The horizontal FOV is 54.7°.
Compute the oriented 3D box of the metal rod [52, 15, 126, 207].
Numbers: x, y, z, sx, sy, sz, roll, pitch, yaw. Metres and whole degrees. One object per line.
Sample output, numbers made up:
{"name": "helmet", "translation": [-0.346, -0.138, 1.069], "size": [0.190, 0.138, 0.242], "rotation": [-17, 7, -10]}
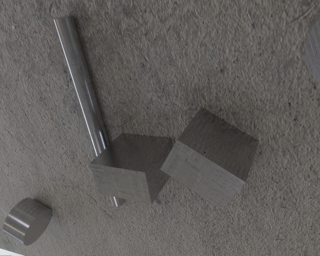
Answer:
{"name": "metal rod", "translation": [-0.095, -0.007, 0.452], "size": [0.025, 0.025, 0.298], "rotation": [3, 120, 26]}

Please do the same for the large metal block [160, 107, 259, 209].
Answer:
{"name": "large metal block", "translation": [0.059, 0.031, 0.359], "size": [0.080, 0.080, 0.050], "rotation": [32, 129, 7]}

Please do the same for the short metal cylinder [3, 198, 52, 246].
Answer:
{"name": "short metal cylinder", "translation": [-0.267, 0.189, 0.629], "size": [0.050, 0.080, 0.079], "rotation": [25, 127, 12]}

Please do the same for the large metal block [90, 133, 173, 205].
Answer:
{"name": "large metal block", "translation": [-0.033, 0.051, 0.420], "size": [0.080, 0.080, 0.050], "rotation": [5, 121, 25]}

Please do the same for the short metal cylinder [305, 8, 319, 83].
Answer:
{"name": "short metal cylinder", "translation": [0.166, -0.073, 0.258], "size": [0.080, 0.050, 0.079], "rotation": [13, 124, 21]}
